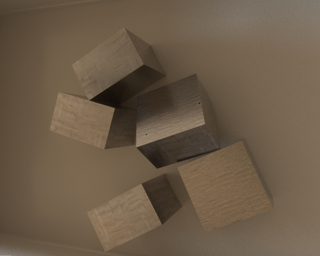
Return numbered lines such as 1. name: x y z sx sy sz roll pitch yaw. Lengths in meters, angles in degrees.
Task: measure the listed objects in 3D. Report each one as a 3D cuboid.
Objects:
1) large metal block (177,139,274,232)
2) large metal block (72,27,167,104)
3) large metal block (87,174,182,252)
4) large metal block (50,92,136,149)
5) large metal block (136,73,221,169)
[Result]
1. large metal block: 0.079 0.066 0.369 0.080 0.050 0.080 -26 82 18
2. large metal block: -0.049 -0.074 0.398 0.080 0.080 0.050 -30 81 17
3. large metal block: -0.029 0.103 0.390 0.080 0.080 0.050 -30 80 17
4. large metal block: -0.081 -0.010 0.409 0.080 0.080 0.050 17 96 19
5. large metal block: 0.020 -0.008 0.370 0.080 0.050 0.080 -19 47 18
